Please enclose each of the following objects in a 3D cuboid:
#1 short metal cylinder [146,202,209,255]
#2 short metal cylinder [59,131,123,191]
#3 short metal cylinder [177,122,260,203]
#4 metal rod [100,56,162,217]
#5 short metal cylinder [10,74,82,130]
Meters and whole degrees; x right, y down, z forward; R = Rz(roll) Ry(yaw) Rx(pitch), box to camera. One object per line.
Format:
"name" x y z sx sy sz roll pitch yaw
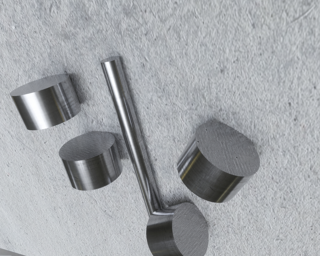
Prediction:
"short metal cylinder" 0.026 0.154 0.453 0.050 0.080 0.080 -27 104 37
"short metal cylinder" -0.100 0.046 0.452 0.080 0.080 0.050 3 120 26
"short metal cylinder" 0.067 0.039 0.360 0.080 0.080 0.050 32 129 7
"metal rod" -0.030 0.045 0.450 0.025 0.025 0.298 0 119 28
"short metal cylinder" -0.157 -0.038 0.431 0.080 0.080 0.050 -1 118 28
